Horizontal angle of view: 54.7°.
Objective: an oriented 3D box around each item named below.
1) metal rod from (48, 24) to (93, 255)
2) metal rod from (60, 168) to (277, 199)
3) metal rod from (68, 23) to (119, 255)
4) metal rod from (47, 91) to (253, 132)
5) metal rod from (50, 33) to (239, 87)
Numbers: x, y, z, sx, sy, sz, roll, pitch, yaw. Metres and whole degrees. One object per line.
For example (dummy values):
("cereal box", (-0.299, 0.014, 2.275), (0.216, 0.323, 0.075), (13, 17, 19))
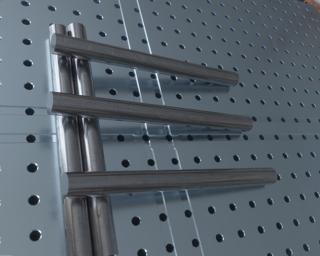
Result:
("metal rod", (-0.105, 0.001, 0.351), (0.025, 0.025, 0.299), (1, 61, -28))
("metal rod", (0.036, 0.062, 0.373), (0.302, 0.025, 0.025), (4, 60, -34))
("metal rod", (-0.084, -0.005, 0.366), (0.025, 0.025, 0.299), (1, 61, -28))
("metal rod", (0.011, -0.016, 0.406), (0.302, 0.025, 0.025), (5, 60, -33))
("metal rod", (0.000, -0.091, 0.447), (0.302, 0.025, 0.025), (4, 60, -33))
